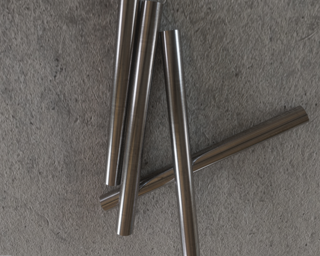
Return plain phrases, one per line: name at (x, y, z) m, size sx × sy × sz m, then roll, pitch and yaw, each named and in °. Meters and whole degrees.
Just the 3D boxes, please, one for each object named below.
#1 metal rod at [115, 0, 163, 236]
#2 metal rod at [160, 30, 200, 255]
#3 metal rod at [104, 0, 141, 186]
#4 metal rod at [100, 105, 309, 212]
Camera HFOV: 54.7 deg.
metal rod at (-0.029, -0.001, 0.392) m, size 0.025 × 0.025 × 0.298 m, roll 7°, pitch 104°, yaw -3°
metal rod at (0.028, 0.030, 0.398) m, size 0.025 × 0.025 × 0.298 m, roll -6°, pitch 102°, yaw 2°
metal rod at (-0.047, -0.063, 0.385) m, size 0.025 × 0.025 × 0.298 m, roll 7°, pitch 110°, yaw -3°
metal rod at (0.054, 0.045, 0.426) m, size 0.301 × 0.025 × 0.025 m, roll -25°, pitch 108°, yaw 9°
